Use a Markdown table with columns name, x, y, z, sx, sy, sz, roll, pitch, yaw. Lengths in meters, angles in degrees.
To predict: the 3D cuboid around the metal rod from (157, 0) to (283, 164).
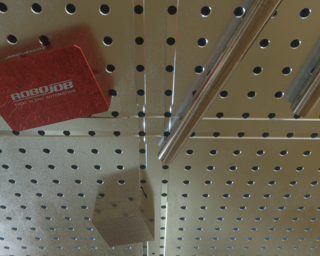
| name | x | y | z | sx | sy | sz | roll | pitch | yaw |
| --- | --- | --- | --- | --- | --- | --- | --- | --- | --- |
| metal rod | 0.069 | -0.062 | 0.359 | 0.025 | 0.025 | 0.298 | 19 | 128 | -16 |

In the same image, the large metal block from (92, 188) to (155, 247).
| name | x | y | z | sx | sy | sz | roll | pitch | yaw |
| --- | --- | --- | --- | --- | --- | --- | --- | --- | --- |
| large metal block | -0.059 | 0.153 | 0.525 | 0.080 | 0.050 | 0.080 | -12 | 129 | 9 |

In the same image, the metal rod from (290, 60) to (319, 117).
| name | x | y | z | sx | sy | sz | roll | pitch | yaw |
| --- | --- | --- | --- | --- | --- | --- | --- | --- | --- |
| metal rod | 0.214 | -0.132 | 0.302 | 0.025 | 0.025 | 0.298 | 10 | 129 | -9 |

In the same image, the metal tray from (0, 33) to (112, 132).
| name | x | y | z | sx | sy | sz | roll | pitch | yaw |
| --- | --- | --- | --- | --- | --- | --- | --- | --- | --- |
| metal tray | -0.134 | -0.049 | 0.364 | 0.131 | 0.030 | 0.090 | -12 | 129 | 9 |
